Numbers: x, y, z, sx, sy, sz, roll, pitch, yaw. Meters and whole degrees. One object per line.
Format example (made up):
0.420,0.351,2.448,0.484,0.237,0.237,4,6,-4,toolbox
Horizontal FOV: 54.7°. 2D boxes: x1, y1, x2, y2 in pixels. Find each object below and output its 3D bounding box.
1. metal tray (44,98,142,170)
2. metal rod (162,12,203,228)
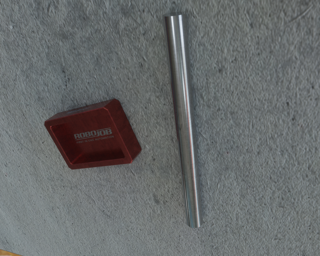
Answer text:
-0.102,0.013,0.463,0.130,0.030,0.090,-10,114,32,metal tray
0.033,0.011,0.394,0.025,0.025,0.298,6,121,25,metal rod
